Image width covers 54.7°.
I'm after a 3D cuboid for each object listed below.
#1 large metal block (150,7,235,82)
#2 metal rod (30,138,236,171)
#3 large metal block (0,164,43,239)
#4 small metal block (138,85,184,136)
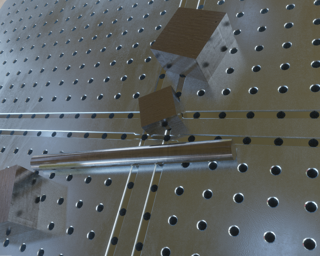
[{"bbox_3d":[0.047,-0.120,0.441,0.080,0.050,0.080,23,74,36],"label":"large metal block"},{"bbox_3d":[-0.053,0.039,0.412,0.300,0.025,0.025,-6,59,25],"label":"metal rod"},{"bbox_3d":[-0.222,0.108,0.443,0.080,0.050,0.080,-19,54,17],"label":"large metal block"},{"bbox_3d":[0.001,-0.024,0.423,0.050,0.025,0.050,-20,54,16],"label":"small metal block"}]
